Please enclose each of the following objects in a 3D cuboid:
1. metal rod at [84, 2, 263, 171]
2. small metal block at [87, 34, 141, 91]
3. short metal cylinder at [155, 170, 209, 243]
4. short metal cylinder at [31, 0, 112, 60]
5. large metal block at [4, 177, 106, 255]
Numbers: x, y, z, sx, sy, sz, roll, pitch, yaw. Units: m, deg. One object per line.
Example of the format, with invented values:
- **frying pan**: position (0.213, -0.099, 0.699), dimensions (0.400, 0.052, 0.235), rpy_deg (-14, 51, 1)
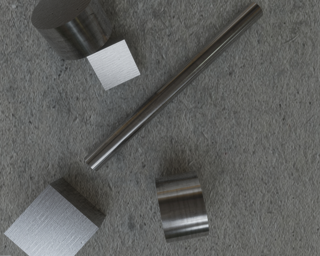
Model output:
- **metal rod**: position (0.018, -0.055, 0.410), dimensions (0.300, 0.025, 0.025), rpy_deg (-43, 91, -1)
- **small metal block**: position (-0.060, -0.084, 0.398), dimensions (0.050, 0.025, 0.050), rpy_deg (-25, 123, 0)
- **short metal cylinder**: position (0.026, 0.096, 0.383), dimensions (0.050, 0.080, 0.080), rpy_deg (-11, 90, 0)
- **short metal cylinder**: position (-0.106, -0.130, 0.377), dimensions (0.080, 0.050, 0.080), rpy_deg (-10, 56, 15)
- **large metal block**: position (-0.130, 0.123, 0.396), dimensions (0.080, 0.050, 0.080), rpy_deg (42, 90, -1)
